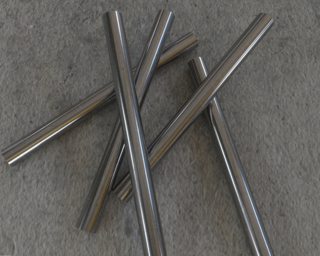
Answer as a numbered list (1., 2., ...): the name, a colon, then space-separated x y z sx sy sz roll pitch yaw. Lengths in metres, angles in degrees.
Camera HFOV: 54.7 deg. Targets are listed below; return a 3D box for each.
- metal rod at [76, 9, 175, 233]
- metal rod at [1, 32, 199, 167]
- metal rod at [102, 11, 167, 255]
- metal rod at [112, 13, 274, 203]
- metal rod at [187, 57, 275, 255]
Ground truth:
1. metal rod: -0.039 -0.018 0.396 0.025 0.025 0.299 18 77 6
2. metal rod: -0.072 -0.046 0.423 0.301 0.025 0.025 -35 74 -12
3. metal rod: -0.032 0.002 0.366 0.025 0.025 0.299 -10 79 -4
4. metal rod: 0.046 -0.031 0.396 0.025 0.025 0.300 38 83 12
5. metal rod: 0.089 0.042 0.394 0.025 0.025 0.299 -14 71 -5
